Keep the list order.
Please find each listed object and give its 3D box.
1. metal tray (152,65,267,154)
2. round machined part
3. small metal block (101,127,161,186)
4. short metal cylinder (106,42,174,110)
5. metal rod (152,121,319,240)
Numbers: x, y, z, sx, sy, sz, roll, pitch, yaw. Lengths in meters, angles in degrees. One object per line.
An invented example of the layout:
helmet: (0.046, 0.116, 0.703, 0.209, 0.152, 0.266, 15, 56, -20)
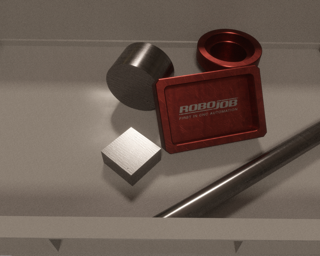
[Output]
metal tray: (0.062, -0.024, 0.386, 0.131, 0.089, 0.030, -10, 7, -9)
round machined part: (0.106, -0.111, 0.489, 0.099, 0.042, 0.098, 0, 50, 0)
small metal block: (-0.034, 0.034, 0.376, 0.050, 0.025, 0.050, 34, 58, 25)
short metal cylinder: (-0.026, -0.070, 0.428, 0.080, 0.080, 0.050, 17, 52, 13)
metal rod: (0.126, 0.043, 0.370, 0.302, 0.025, 0.025, -25, 55, -20)
